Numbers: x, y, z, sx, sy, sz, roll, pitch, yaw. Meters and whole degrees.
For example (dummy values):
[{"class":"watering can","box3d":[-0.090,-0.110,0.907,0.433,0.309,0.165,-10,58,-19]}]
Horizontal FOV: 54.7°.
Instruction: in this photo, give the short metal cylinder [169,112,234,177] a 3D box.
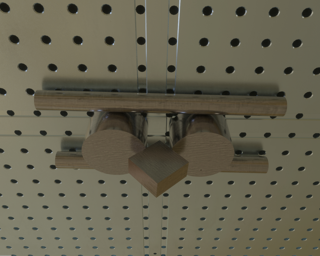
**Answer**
[{"class":"short metal cylinder","box3d":[0.053,0.019,0.408,0.081,0.050,0.079,0,130,0]}]

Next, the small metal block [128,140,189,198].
[{"class":"small metal block","box3d":[-0.002,0.047,0.370,0.050,0.050,0.025,-29,140,-34]}]

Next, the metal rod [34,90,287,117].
[{"class":"metal rod","box3d":[0.002,-0.030,0.381,0.302,0.025,0.025,1,130,-2]}]

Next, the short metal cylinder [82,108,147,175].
[{"class":"short metal cylinder","box3d":[-0.057,0.016,0.404,0.081,0.050,0.079,0,130,0]}]

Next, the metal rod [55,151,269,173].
[{"class":"metal rod","box3d":[0.004,0.050,0.450,0.302,0.025,0.025,2,130,-2]}]
